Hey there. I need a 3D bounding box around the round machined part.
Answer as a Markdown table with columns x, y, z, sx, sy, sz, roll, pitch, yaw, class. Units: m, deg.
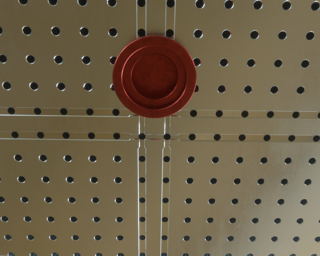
| x | y | z | sx | sy | sz | roll | pitch | yaw | class |
| --- | --- | --- | --- | --- | --- | --- | --- | --- | --- |
| -0.006 | -0.065 | 0.381 | 0.099 | 0.042 | 0.097 | 0 | 110 | -1 | round machined part |
